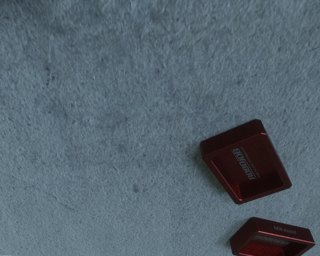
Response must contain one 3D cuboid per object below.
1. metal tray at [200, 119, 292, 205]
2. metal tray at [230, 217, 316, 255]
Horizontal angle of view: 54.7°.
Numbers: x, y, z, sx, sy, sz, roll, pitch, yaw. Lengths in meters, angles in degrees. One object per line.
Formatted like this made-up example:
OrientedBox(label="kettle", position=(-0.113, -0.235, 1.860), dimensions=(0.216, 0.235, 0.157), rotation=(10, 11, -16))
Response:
OrientedBox(label="metal tray", position=(0.127, 0.055, 0.452), dimensions=(0.090, 0.030, 0.130), rotation=(-25, 126, 19))
OrientedBox(label="metal tray", position=(0.213, 0.219, 0.593), dimensions=(0.131, 0.030, 0.089), rotation=(16, 128, -14))
